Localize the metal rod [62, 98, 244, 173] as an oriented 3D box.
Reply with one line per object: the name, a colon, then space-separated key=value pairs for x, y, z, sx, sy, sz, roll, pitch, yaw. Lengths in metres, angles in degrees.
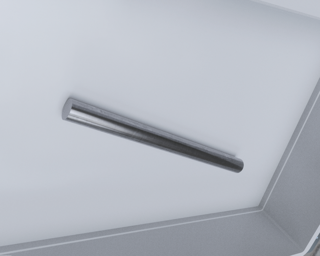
metal rod: x=0.014 y=0.021 z=0.426 sx=0.302 sy=0.025 sz=0.025 roll=20 pitch=108 yaw=-36
